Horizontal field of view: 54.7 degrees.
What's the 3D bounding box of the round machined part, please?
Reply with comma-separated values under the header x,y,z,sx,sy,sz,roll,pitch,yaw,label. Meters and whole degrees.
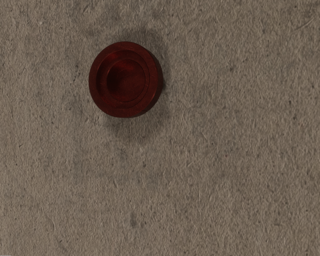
x,y,z,sx,sy,sz,roll,pitch,yaw,label
-0.042,-0.062,0.414,0.098,0.042,0.097,0,90,19,round machined part
